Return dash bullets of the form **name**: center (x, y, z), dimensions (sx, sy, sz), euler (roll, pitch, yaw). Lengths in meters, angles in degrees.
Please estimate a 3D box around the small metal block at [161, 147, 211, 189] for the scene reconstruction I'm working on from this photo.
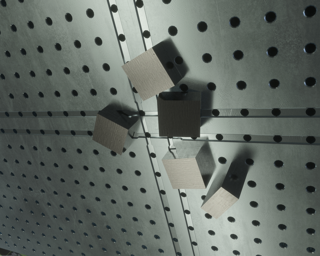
- **small metal block**: center (0.037, 0.056, 0.425), dimensions (0.050, 0.025, 0.050), euler (-7, 115, 31)

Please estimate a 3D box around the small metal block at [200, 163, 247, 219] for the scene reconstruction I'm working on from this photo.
- **small metal block**: center (0.083, 0.082, 0.401), dimensions (0.025, 0.050, 0.050), euler (35, 129, 4)

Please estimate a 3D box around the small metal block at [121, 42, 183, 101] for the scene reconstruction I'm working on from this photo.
- **small metal block**: center (-0.010, -0.067, 0.373), dimensions (0.050, 0.025, 0.050), euler (-22, 107, 36)

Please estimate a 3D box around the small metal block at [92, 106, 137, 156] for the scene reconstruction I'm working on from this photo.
- **small metal block**: center (-0.066, 0.004, 0.447), dimensions (0.050, 0.025, 0.050), euler (27, 128, 10)

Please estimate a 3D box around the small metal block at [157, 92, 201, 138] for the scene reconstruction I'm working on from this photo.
- **small metal block**: center (0.024, -0.017, 0.378), dimensions (0.050, 0.025, 0.050), euler (1, 121, 7)
